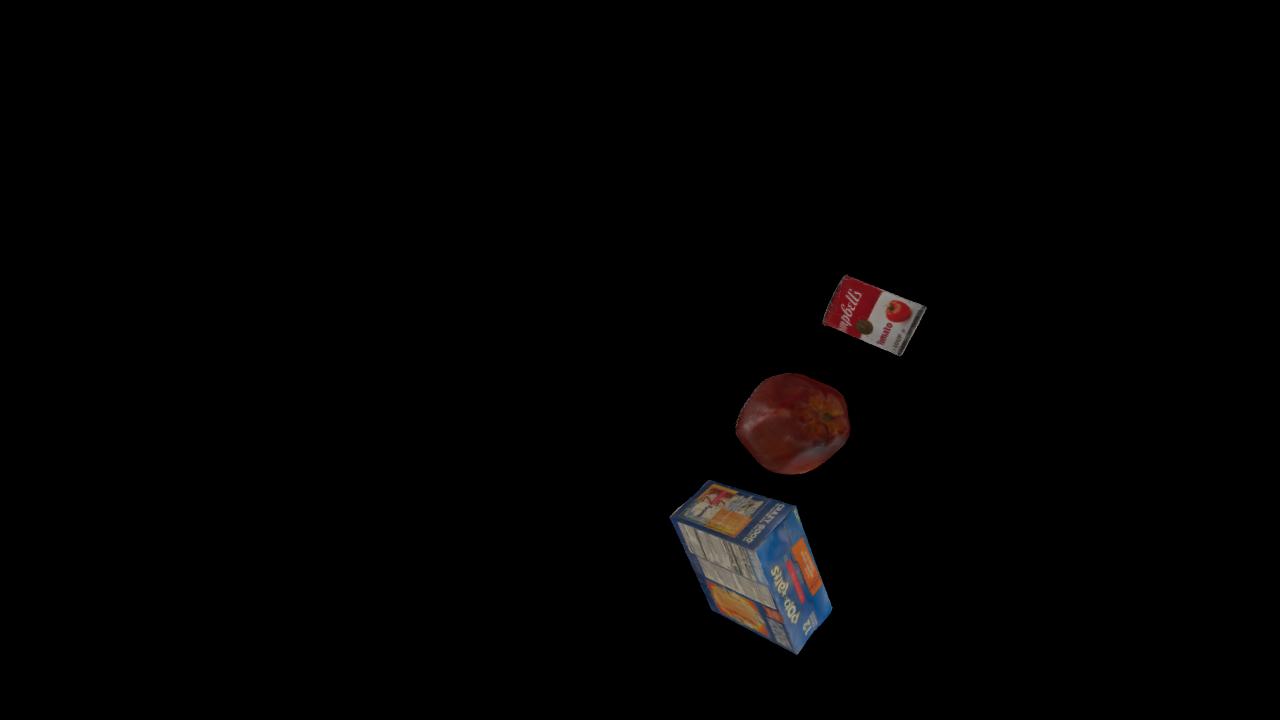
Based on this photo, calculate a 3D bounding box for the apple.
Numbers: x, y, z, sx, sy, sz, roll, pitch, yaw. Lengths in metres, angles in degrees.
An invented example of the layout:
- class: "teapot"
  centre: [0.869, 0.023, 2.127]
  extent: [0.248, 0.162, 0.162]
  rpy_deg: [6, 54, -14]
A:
- class: "apple"
  centre: [0.119, 0.049, 0.477]
  extent: [0.079, 0.079, 0.093]
  rpy_deg: [0, -16, -18]

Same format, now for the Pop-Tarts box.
- class: "Pop-Tarts box"
  centre: [0.136, 0.248, 0.754]
  extent: [0.083, 0.167, 0.141]
  rpy_deg: [-37, 25, -30]

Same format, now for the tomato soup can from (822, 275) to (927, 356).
- class: "tomato soup can"
  centre: [0.284, -0.054, 0.749]
  extent: [0.101, 0.068, 0.068]
  rpy_deg: [27, 10, 20]
